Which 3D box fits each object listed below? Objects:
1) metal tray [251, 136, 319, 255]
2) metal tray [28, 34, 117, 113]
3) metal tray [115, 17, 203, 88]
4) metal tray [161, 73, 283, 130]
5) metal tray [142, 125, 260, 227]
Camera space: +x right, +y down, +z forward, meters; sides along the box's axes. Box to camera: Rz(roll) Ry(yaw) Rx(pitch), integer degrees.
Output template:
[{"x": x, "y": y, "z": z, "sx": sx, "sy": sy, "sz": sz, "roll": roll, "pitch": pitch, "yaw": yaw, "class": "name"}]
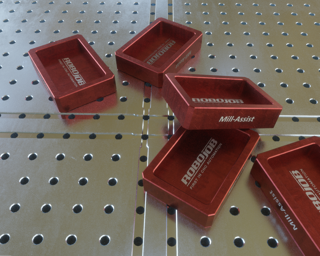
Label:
[{"x": 0.174, "y": 0.075, "z": 0.341, "sx": 0.091, "sy": 0.030, "sz": 0.130, "roll": -16, "pitch": 52, "yaw": -13, "class": "metal tray"}, {"x": -0.136, "y": -0.089, "z": 0.478, "sx": 0.091, "sy": 0.030, "sz": 0.130, "roll": -26, "pitch": 55, "yaw": -20, "class": "metal tray"}, {"x": 0.000, "y": -0.129, "z": 0.512, "sx": 0.090, "sy": 0.030, "sz": 0.131, "roll": 27, "pitch": 55, "yaw": 21, "class": "metal tray"}, {"x": 0.077, "y": -0.036, "z": 0.399, "sx": 0.131, "sy": 0.030, "sz": 0.090, "roll": -1, "pitch": 34, "yaw": -21, "class": "metal tray"}, {"x": 0.051, "y": 0.039, "z": 0.371, "sx": 0.090, "sy": 0.030, "sz": 0.130, "roll": 27, "pitch": 55, "yaw": 21, "class": "metal tray"}]
